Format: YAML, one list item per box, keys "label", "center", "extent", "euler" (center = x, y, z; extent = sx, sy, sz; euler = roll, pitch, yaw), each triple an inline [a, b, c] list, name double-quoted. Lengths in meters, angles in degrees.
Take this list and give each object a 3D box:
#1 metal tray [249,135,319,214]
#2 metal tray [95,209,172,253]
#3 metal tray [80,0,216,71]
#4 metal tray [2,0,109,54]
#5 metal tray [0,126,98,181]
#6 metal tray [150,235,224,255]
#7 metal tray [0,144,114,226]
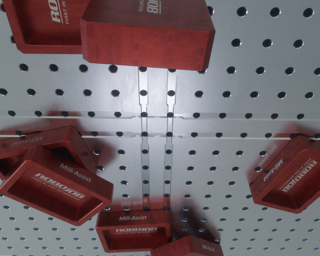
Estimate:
- label: "metal tray"
  center: [0.211, 0.076, 0.473]
  extent: [0.091, 0.030, 0.129]
  euler: [16, 128, -14]
- label: "metal tray"
  center: [-0.043, 0.191, 0.569]
  extent: [0.131, 0.030, 0.090]
  euler: [-4, 130, 3]
- label: "metal tray"
  center: [-0.009, -0.096, 0.261]
  extent: [0.091, 0.130, 0.030]
  euler: [4, 130, -3]
- label: "metal tray"
  center: [-0.101, -0.135, 0.292]
  extent: [0.090, 0.030, 0.129]
  euler: [0, 130, -1]
- label: "metal tray"
  center: [-0.169, 0.051, 0.449]
  extent: [0.130, 0.030, 0.090]
  euler: [-11, 129, 9]
- label: "metal tray"
  center: [0.055, 0.245, 0.593]
  extent: [0.090, 0.030, 0.130]
  euler: [-31, 139, 22]
- label: "metal tray"
  center: [-0.144, 0.086, 0.439]
  extent: [0.130, 0.030, 0.090]
  euler: [34, 122, -26]
